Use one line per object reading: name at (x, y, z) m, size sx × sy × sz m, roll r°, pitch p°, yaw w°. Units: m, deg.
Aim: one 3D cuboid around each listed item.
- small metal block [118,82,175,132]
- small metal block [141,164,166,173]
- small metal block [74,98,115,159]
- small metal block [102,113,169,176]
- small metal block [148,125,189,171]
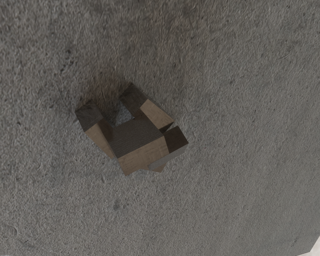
small metal block at (-0.016, -0.023, 0.371) m, size 0.025 × 0.050 × 0.050 m, roll -49°, pitch 129°, yaw 6°
small metal block at (-0.012, 0.030, 0.422) m, size 0.050 × 0.025 × 0.050 m, roll 17°, pitch 109°, yaw -35°
small metal block at (-0.068, 0.001, 0.357) m, size 0.025 × 0.050 × 0.050 m, roll -39°, pitch 130°, yaw -3°
small metal block at (-0.026, 0.016, 0.324) m, size 0.050 × 0.050 × 0.025 m, roll -26°, pitch 128°, yaw -13°
small metal block at (0.004, 0.026, 0.380) m, size 0.050 × 0.025 × 0.050 m, roll -28°, pitch 166°, yaw -11°
